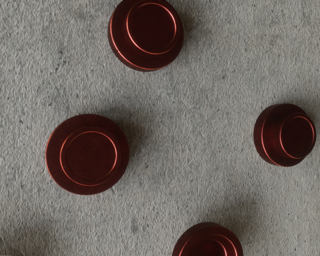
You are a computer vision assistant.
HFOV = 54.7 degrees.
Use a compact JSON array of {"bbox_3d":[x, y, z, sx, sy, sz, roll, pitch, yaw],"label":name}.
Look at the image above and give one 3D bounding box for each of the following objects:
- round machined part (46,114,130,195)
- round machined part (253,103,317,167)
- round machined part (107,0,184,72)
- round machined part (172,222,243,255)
[{"bbox_3d":[-0.084,0.032,0.369,0.099,0.042,0.097,0,90,-20],"label":"round machined part"},{"bbox_3d":[0.196,0.011,0.472,0.099,0.042,0.097,0,90,-20],"label":"round machined part"},{"bbox_3d":[-0.014,-0.123,0.394,0.099,0.042,0.097,0,90,-20],"label":"round machined part"},{"bbox_3d":[0.060,0.177,0.422,0.099,0.042,0.097,0,90,-20],"label":"round machined part"}]
